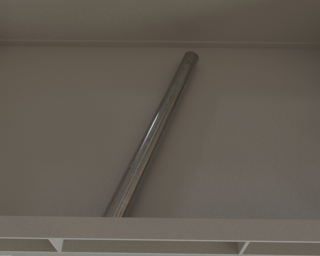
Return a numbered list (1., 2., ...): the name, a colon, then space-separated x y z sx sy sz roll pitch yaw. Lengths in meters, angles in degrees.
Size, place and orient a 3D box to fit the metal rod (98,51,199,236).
1. metal rod: -0.001 -0.004 0.406 0.025 0.025 0.301 16 52 13
